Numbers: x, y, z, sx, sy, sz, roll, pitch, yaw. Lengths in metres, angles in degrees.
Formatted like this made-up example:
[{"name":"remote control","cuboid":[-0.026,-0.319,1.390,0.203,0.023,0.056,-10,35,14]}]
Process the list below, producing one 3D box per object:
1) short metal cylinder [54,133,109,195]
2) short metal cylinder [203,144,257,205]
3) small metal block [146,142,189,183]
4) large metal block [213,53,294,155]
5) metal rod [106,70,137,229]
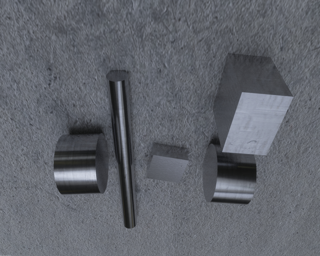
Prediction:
[{"name":"short metal cylinder","cuboid":[-0.101,0.047,0.410,0.050,0.080,0.079,-2,130,2]},{"name":"short metal cylinder","cuboid":[0.093,0.063,0.426,0.050,0.080,0.079,5,130,-5]},{"name":"small metal block","cuboid":[0.010,0.051,0.451,0.050,0.025,0.050,10,130,-9]},{"name":"large metal block","cuboid":[0.098,-0.027,0.349,0.050,0.080,0.079,5,130,-4]},{"name":"metal rod","cuboid":[-0.051,0.054,0.452,0.025,0.025,0.298,0,130,-1]}]
